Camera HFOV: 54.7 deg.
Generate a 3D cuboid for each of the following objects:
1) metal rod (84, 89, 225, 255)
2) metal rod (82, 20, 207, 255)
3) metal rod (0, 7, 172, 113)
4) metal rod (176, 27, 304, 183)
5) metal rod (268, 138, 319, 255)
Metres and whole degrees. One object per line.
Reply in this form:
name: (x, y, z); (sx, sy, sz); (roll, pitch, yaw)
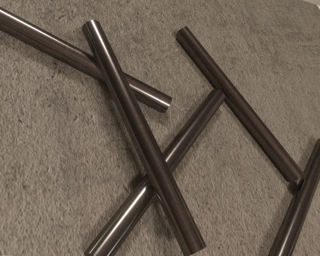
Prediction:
metal rod: (0.014, 0.038, 0.389); (0.025, 0.025, 0.301); (41, 51, -1)
metal rod: (-0.027, -0.003, 0.358); (0.025, 0.025, 0.299); (-14, 69, -34)
metal rod: (-0.121, -0.097, 0.398); (0.301, 0.025, 0.025); (27, 52, -12)
metal rod: (0.123, -0.043, 0.498); (0.025, 0.025, 0.299); (-28, 77, -38)
metal rod: (0.205, 0.108, 0.451); (0.025, 0.025, 0.302); (45, 51, 2)
